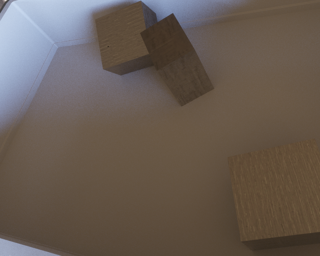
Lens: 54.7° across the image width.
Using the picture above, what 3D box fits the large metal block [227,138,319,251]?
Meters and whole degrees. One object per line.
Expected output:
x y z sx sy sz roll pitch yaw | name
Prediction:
0.115 0.064 0.290 0.080 0.050 0.080 -15 56 20 | large metal block

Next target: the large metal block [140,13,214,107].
0.023 -0.089 0.413 0.050 0.080 0.080 -29 52 10 | large metal block

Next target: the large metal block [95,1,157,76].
-0.046 -0.134 0.475 0.080 0.050 0.080 -13 83 23 | large metal block
